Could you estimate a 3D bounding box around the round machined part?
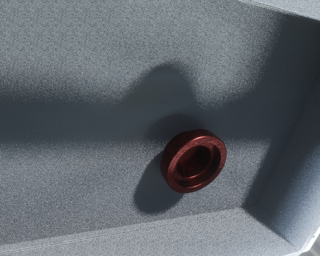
[{"bbox_3d":[0.044,0.044,0.451,0.099,0.042,0.097,-14,125,-21],"label":"round machined part"}]
